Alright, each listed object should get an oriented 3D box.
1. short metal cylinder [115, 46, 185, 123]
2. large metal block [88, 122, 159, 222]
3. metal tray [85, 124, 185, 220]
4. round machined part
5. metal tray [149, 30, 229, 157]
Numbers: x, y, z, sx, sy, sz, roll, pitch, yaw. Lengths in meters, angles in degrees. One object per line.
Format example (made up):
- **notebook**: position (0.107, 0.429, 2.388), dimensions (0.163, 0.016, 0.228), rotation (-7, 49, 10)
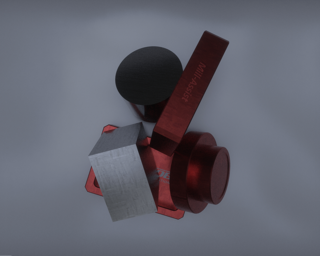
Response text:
- **short metal cylinder**: position (-0.009, -0.053, 0.382), dimensions (0.080, 0.050, 0.080), rotation (-4, 67, 10)
- **large metal block**: position (-0.037, 0.047, 0.359), dimensions (0.050, 0.080, 0.080), rotation (-15, 106, 6)
- **metal tray**: position (-0.021, 0.056, 0.406), dimensions (0.131, 0.030, 0.090), rotation (17, 90, 0)
- **round machined part**: position (0.053, 0.054, 0.371), dimensions (0.042, 0.098, 0.097), rotation (6, 90, 30)
- **metal tray**: position (0.032, -0.036, 0.362), dimensions (0.030, 0.090, 0.130), rotation (27, 74, 3)
